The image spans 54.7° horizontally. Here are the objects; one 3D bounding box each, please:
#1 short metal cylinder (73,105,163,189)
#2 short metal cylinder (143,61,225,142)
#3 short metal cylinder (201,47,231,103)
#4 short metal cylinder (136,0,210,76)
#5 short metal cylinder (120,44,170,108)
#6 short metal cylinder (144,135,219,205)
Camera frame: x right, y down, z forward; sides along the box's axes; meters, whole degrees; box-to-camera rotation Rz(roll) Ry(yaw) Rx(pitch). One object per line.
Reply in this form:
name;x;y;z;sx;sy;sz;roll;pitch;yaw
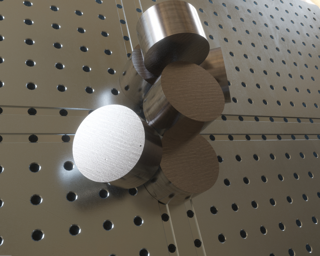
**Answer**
short metal cylinder;-0.044;0.021;0.329;0.050;0.080;0.080;42;29;-63
short metal cylinder;0.027;-0.030;0.360;0.081;0.050;0.080;14;56;-21
short metal cylinder;0.069;-0.071;0.444;0.050;0.080;0.080;-11;60;12
short metal cylinder;0.015;-0.107;0.380;0.081;0.080;0.050;0;62;-28
short metal cylinder;-0.010;-0.073;0.431;0.081;0.050;0.080;13;57;-21
short metal cylinder;0.023;0.047;0.375;0.081;0.050;0.080;14;57;-21
